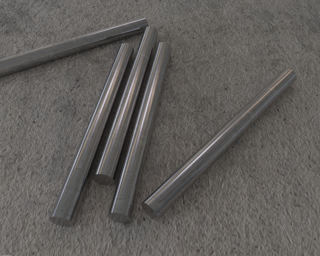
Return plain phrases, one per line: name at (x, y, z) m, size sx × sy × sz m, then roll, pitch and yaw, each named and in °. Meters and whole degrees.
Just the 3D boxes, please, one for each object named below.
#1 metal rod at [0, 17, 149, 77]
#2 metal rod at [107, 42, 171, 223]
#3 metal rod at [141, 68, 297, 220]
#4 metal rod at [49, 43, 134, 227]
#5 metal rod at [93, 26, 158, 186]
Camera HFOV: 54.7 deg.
metal rod at (-0.157, -0.132, 0.512) m, size 0.302 × 0.025 × 0.025 m, roll -24°, pitch 54°, yaw -19°
metal rod at (-0.018, -0.019, 0.418) m, size 0.025 × 0.025 × 0.300 m, roll 7°, pitch 50°, yaw 6°
metal rod at (0.092, 0.005, 0.399) m, size 0.025 × 0.025 × 0.302 m, roll 36°, pitch 58°, yaw 26°
metal rod at (-0.079, -0.016, 0.415) m, size 0.025 × 0.025 × 0.300 m, roll 7°, pitch 50°, yaw 6°
metal rod at (-0.040, -0.054, 0.448) m, size 0.025 × 0.025 × 0.300 m, roll 7°, pitch 50°, yaw 6°
